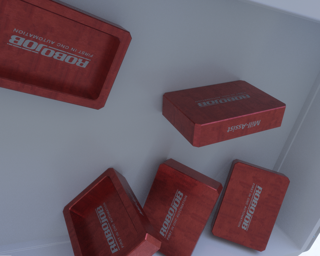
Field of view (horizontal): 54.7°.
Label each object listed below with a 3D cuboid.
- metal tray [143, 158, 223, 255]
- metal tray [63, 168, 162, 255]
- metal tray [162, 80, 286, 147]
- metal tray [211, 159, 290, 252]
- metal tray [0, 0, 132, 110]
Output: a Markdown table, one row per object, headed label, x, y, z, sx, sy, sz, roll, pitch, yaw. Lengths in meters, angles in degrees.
| label | x | y | z | sx | sy | sz | roll | pitch | yaw |
| --- | --- | --- | --- | --- | --- | --- | --- | --- | --- |
| metal tray | 0.024 | 0.121 | 0.451 | 0.030 | 0.090 | 0.129 | -22 | 135 | -66 |
| metal tray | -0.065 | 0.120 | 0.381 | 0.090 | 0.130 | 0.030 | -41 | 130 | 0 |
| metal tray | 0.080 | -0.024 | 0.397 | 0.131 | 0.090 | 0.030 | -12 | 124 | -22 |
| metal tray | 0.147 | 0.127 | 0.514 | 0.090 | 0.030 | 0.129 | 18 | 95 | 6 |
| metal tray | -0.104 | -0.076 | 0.302 | 0.131 | 0.030 | 0.089 | 13 | 112 | -34 |
